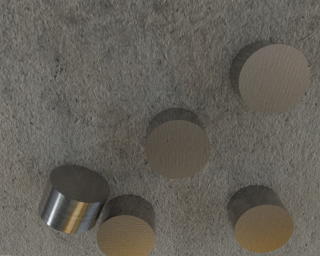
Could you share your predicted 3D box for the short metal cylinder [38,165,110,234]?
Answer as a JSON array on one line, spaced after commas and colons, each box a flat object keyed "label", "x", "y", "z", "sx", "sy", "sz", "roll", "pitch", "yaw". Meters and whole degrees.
[{"label": "short metal cylinder", "x": -0.114, "y": 0.093, "z": 0.414, "sx": 0.080, "sy": 0.080, "sz": 0.050, "roll": 23, "pitch": 109, "yaw": -8}]

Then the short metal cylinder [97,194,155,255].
[{"label": "short metal cylinder", "x": -0.047, "y": 0.145, "z": 0.449, "sx": 0.081, "sy": 0.050, "sz": 0.079, "roll": 0, "pitch": 110, "yaw": 0}]

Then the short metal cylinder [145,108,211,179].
[{"label": "short metal cylinder", "x": 0.022, "y": 0.019, "z": 0.403, "sx": 0.081, "sy": 0.050, "sz": 0.079, "roll": 0, "pitch": 110, "yaw": 0}]

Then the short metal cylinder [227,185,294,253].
[{"label": "short metal cylinder", "x": 0.142, "y": 0.130, "z": 0.445, "sx": 0.081, "sy": 0.050, "sz": 0.079, "roll": 0, "pitch": 110, "yaw": 0}]

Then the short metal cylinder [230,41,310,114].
[{"label": "short metal cylinder", "x": 0.130, "y": -0.063, "z": 0.374, "sx": 0.081, "sy": 0.050, "sz": 0.079, "roll": 0, "pitch": 110, "yaw": 0}]
